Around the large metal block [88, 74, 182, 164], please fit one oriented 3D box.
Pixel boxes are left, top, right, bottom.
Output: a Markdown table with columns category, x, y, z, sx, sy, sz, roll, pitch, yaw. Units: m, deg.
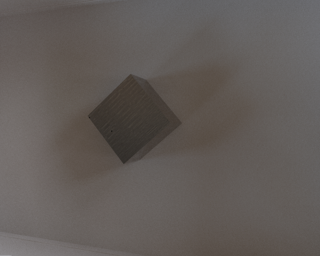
| category | x | y | z | sx | sy | sz | roll | pitch | yaw |
| --- | --- | --- | --- | --- | --- | --- | --- | --- | --- |
| large metal block | -0.032 | -0.011 | 0.408 | 0.080 | 0.050 | 0.080 | -42 | 77 | 15 |
